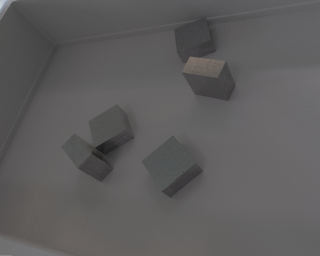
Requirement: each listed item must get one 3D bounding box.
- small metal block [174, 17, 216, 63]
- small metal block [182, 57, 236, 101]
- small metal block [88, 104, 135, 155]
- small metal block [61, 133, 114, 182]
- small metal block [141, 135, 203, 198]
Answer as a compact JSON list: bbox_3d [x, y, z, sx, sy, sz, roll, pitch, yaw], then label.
[{"bbox_3d":[0.051,-0.130,0.459,0.050,0.025,0.050,-16,55,19],"label":"small metal block"},{"bbox_3d":[0.063,-0.063,0.395,0.050,0.050,0.025,16,70,34],"label":"small metal block"},{"bbox_3d":[-0.070,0.002,0.441,0.050,0.025,0.050,-30,52,9],"label":"small metal block"},{"bbox_3d":[-0.097,0.040,0.416,0.025,0.050,0.050,-47,51,-4],"label":"small metal block"},{"bbox_3d":[0.014,0.046,0.370,0.050,0.025,0.050,-40,51,1],"label":"small metal block"}]
